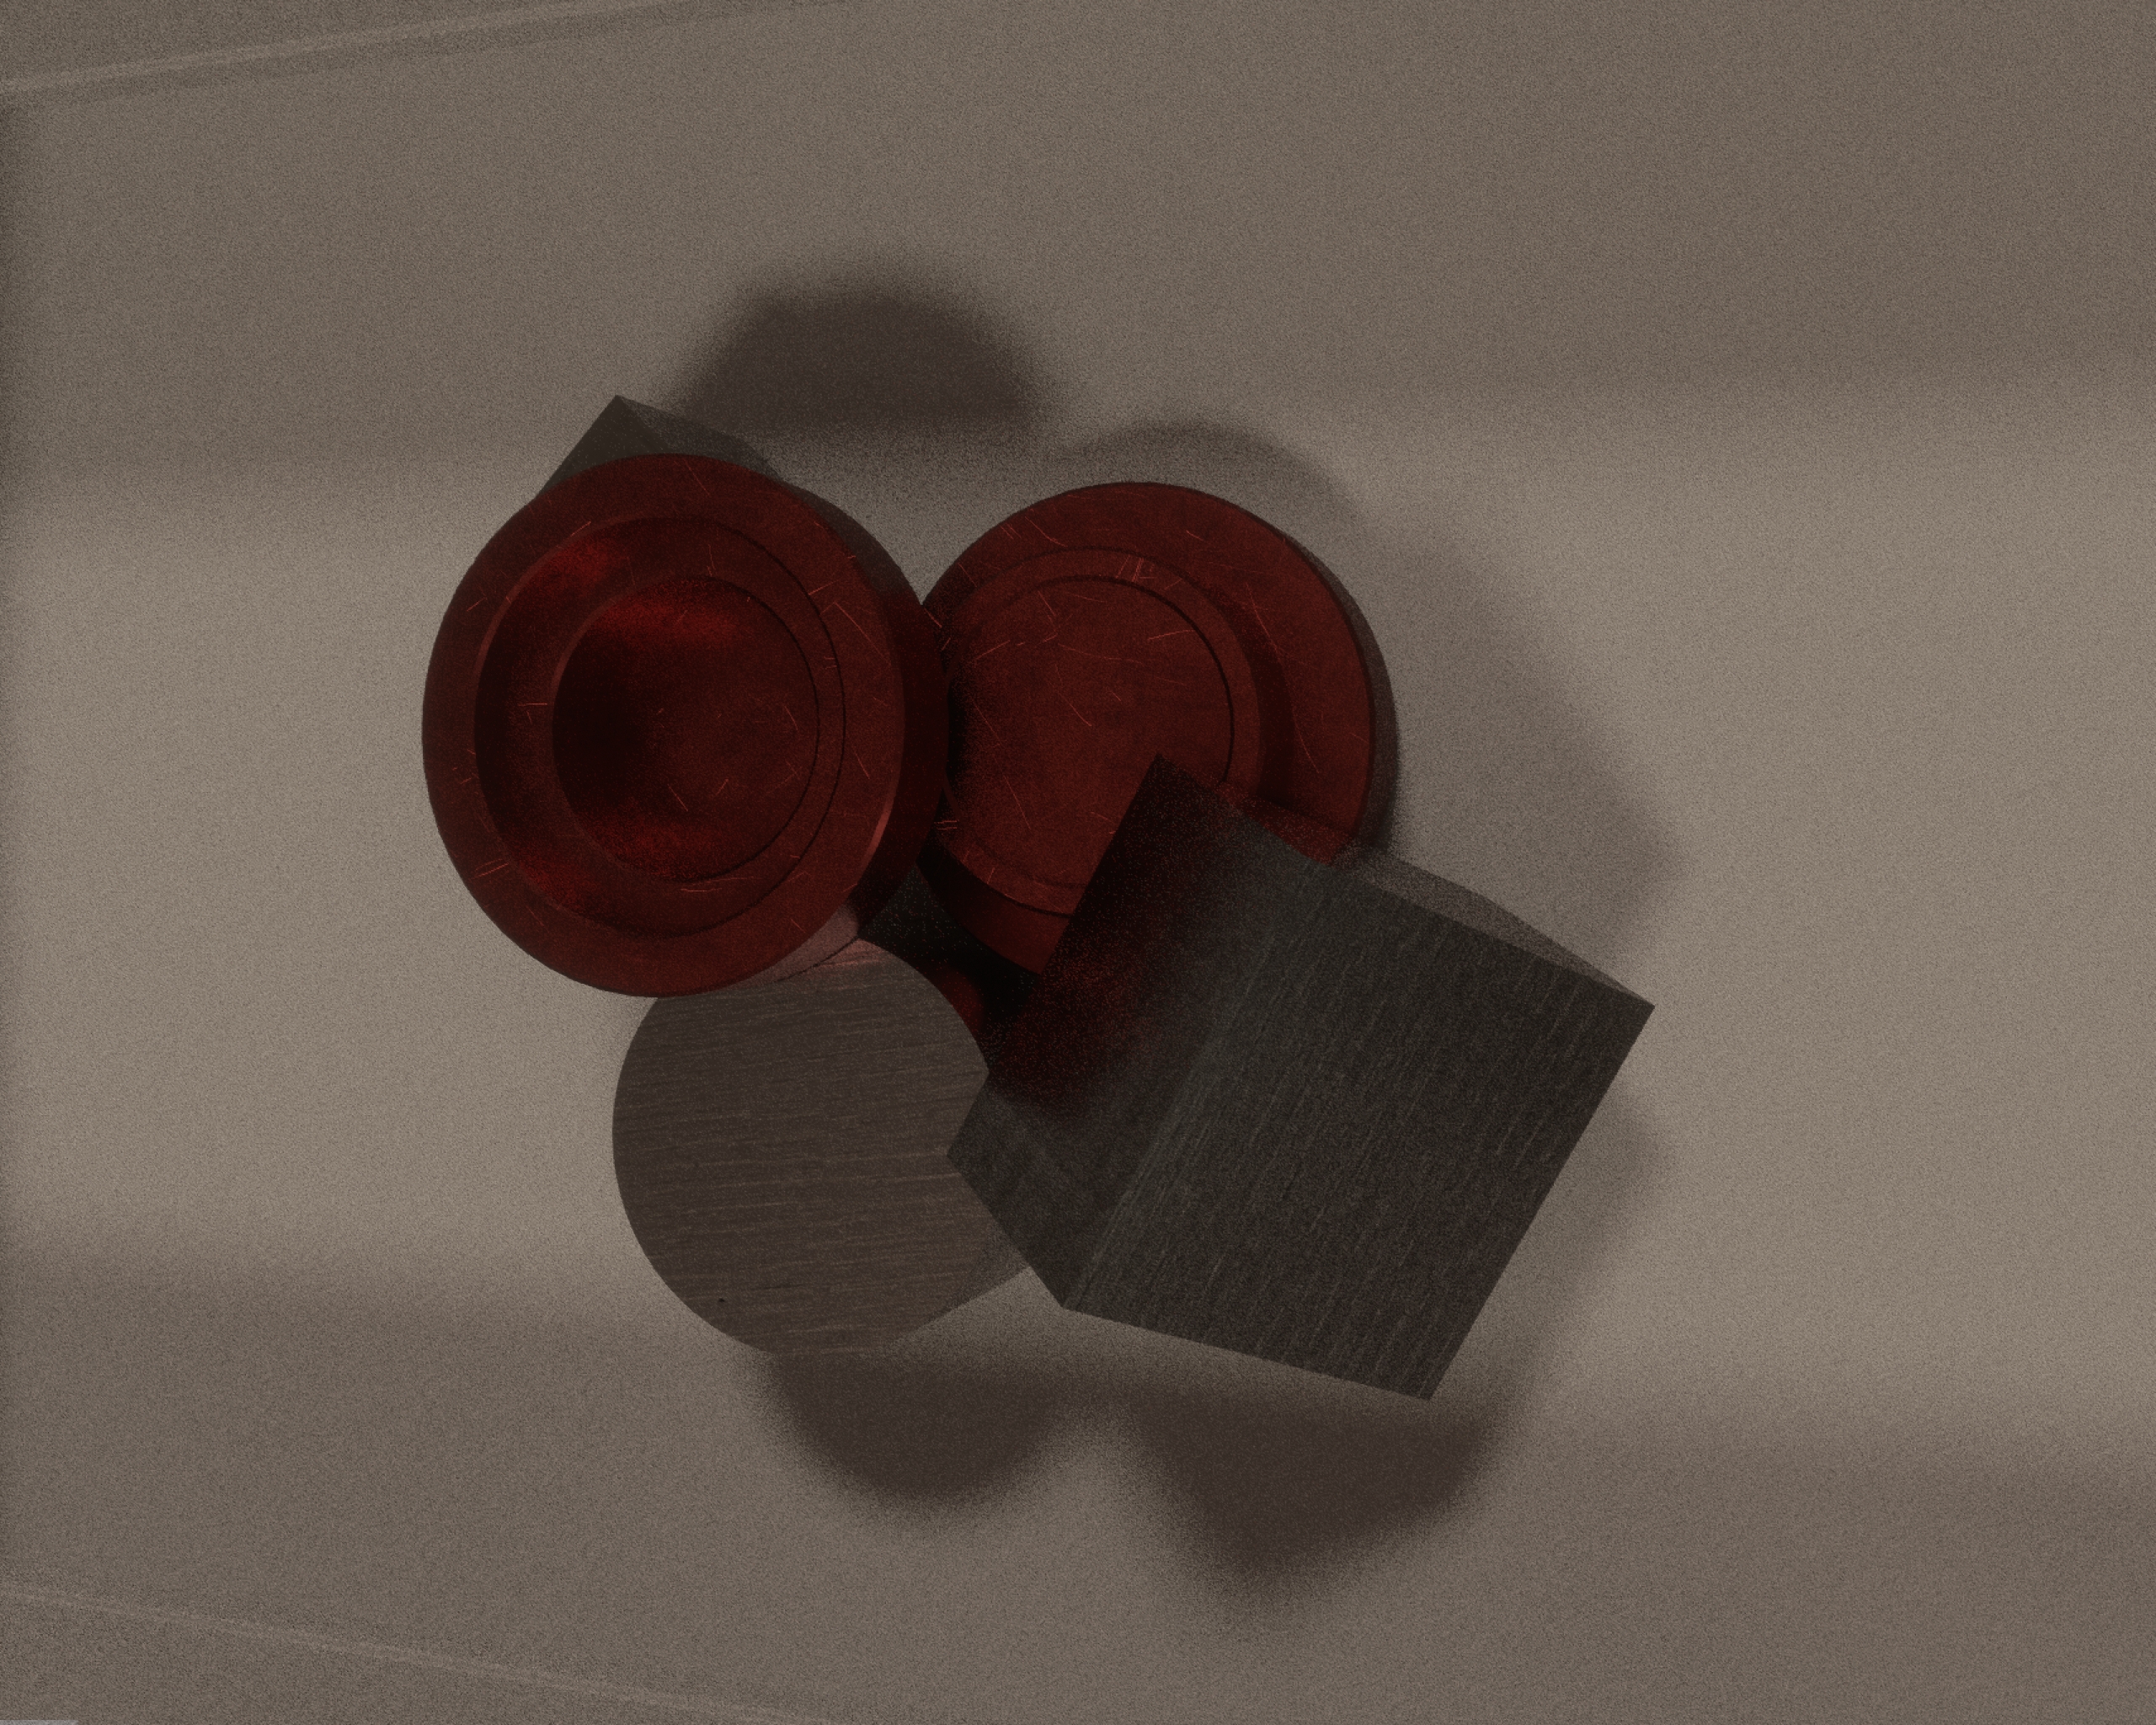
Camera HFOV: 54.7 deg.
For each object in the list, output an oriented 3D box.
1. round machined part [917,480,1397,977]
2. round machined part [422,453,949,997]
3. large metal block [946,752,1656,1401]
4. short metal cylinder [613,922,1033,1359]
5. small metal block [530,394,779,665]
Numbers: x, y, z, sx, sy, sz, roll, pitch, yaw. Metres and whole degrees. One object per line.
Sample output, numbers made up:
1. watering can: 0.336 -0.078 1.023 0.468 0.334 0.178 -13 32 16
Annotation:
1. round machined part: 0.008 -0.024 0.394 0.098 0.042 0.097 0 90 19
2. round machined part: -0.069 -0.025 0.392 0.098 0.042 0.097 0 90 19
3. large metal block: 0.037 0.038 0.359 0.080 0.080 0.050 -63 32 9
4. short metal cylinder: -0.043 0.052 0.409 0.080 0.050 0.079 0 90 19
5. small metal block: -0.087 -0.063 0.424 0.025 0.050 0.050 46 104 14
